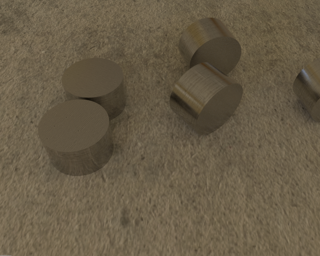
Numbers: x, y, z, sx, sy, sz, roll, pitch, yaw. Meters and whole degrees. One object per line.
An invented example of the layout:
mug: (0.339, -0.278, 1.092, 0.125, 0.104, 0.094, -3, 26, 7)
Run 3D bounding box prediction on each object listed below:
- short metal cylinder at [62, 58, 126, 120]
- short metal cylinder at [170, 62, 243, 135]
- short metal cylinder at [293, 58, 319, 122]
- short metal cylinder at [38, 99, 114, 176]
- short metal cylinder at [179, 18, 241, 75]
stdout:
short metal cylinder: (-0.089, -0.053, 0.430, 0.081, 0.050, 0.080, 0, 50, 0)
short metal cylinder: (0.059, -0.037, 0.399, 0.081, 0.080, 0.050, -30, 57, -23)
short metal cylinder: (0.229, -0.053, 0.415, 0.081, 0.080, 0.050, -10, 51, -8)
short metal cylinder: (-0.099, 0.011, 0.376, 0.081, 0.050, 0.080, 0, 50, 0)
short metal cylinder: (0.074, -0.117, 0.467, 0.081, 0.080, 0.050, -13, 51, -11)
